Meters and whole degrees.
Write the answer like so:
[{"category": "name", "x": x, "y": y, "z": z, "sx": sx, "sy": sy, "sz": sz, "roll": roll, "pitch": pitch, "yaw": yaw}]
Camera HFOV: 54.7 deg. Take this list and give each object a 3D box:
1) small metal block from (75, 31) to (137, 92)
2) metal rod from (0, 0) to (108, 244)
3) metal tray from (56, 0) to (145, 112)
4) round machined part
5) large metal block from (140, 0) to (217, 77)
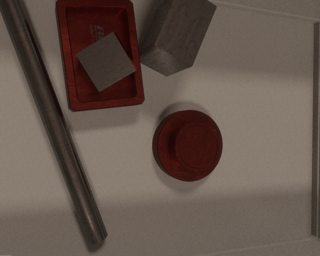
[{"category": "small metal block", "x": -0.061, "y": -0.077, "z": 0.365, "sx": 0.050, "sy": 0.025, "sz": 0.050, "roll": -30, "pitch": 101, "yaw": 6}, {"category": "metal rod", "x": -0.123, "y": -0.004, "z": 0.365, "sx": 0.025, "sy": 0.025, "sz": 0.298, "roll": -21, "pitch": 97, "yaw": -19}, {"category": "metal tray", "x": -0.073, "y": -0.089, "z": 0.381, "sx": 0.091, "sy": 0.030, "sz": 0.129, "roll": -8, "pitch": 93, "yaw": -20}, {"category": "round machined part", "x": 0.043, "y": 0.024, "z": 0.419, "sx": 0.099, "sy": 0.042, "sz": 0.097, "roll": 0, "pitch": 90, "yaw": -21}, {"category": "large metal block", "x": 0.017, "y": -0.117, "z": 0.388, "sx": 0.050, "sy": 0.080, "sz": 0.080, "roll": 25, "pitch": 82, "yaw": -19}]
